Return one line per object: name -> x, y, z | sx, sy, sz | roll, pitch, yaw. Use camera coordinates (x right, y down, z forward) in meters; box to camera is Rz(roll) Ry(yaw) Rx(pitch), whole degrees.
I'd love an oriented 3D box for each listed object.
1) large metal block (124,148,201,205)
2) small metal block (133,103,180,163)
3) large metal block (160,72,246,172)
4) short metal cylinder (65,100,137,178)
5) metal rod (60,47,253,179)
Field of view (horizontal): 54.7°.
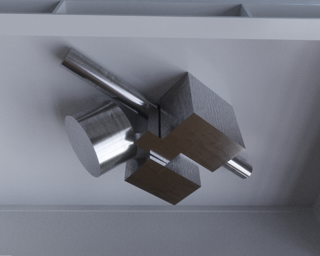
large metal block -> 0.004, 0.042, 0.408 | 0.080, 0.080, 0.050 | 32, 123, -25
small metal block -> -0.002, 0.006, 0.366 | 0.050, 0.050, 0.025 | 33, 122, -25
large metal block -> 0.048, -0.007, 0.367 | 0.080, 0.080, 0.050 | 33, 123, -25
short metal cylinder -> -0.072, 0.012, 0.373 | 0.050, 0.080, 0.079 | -28, 138, -30
metal rod -> 0.013, -0.007, 0.403 | 0.301, 0.025, 0.025 | 32, 123, -25
